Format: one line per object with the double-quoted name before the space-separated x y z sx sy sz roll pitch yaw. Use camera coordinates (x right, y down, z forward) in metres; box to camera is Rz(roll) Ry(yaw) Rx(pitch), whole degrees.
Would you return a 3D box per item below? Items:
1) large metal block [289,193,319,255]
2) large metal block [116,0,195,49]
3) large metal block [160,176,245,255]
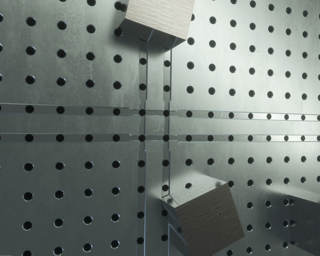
"large metal block" 0.250 0.149 0.478 0.050 0.080 0.079 -1 91 -20
"large metal block" -0.004 -0.157 0.399 0.081 0.050 0.080 14 85 -20
"large metal block" 0.058 0.122 0.422 0.081 0.050 0.080 -21 97 -19
